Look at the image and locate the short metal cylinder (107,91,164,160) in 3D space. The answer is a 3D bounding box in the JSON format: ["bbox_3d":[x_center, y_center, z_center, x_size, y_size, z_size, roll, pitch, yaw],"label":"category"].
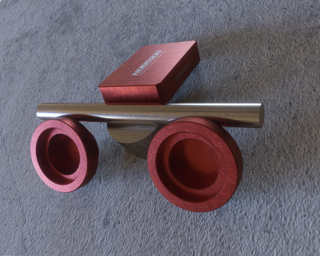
[{"bbox_3d":[-0.021,-0.005,0.403,0.080,0.050,0.080,-13,56,20],"label":"short metal cylinder"}]

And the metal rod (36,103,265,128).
[{"bbox_3d":[-0.034,-0.018,0.369,0.300,0.025,0.025,2,63,29],"label":"metal rod"}]

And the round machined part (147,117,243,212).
[{"bbox_3d":[0.039,0.035,0.329,0.098,0.042,0.097,8,108,26],"label":"round machined part"}]

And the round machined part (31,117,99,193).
[{"bbox_3d":[-0.122,0.033,0.415,0.098,0.042,0.097,6,103,26],"label":"round machined part"}]

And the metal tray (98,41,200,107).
[{"bbox_3d":[-0.010,-0.075,0.417,0.090,0.030,0.131,2,37,29],"label":"metal tray"}]
